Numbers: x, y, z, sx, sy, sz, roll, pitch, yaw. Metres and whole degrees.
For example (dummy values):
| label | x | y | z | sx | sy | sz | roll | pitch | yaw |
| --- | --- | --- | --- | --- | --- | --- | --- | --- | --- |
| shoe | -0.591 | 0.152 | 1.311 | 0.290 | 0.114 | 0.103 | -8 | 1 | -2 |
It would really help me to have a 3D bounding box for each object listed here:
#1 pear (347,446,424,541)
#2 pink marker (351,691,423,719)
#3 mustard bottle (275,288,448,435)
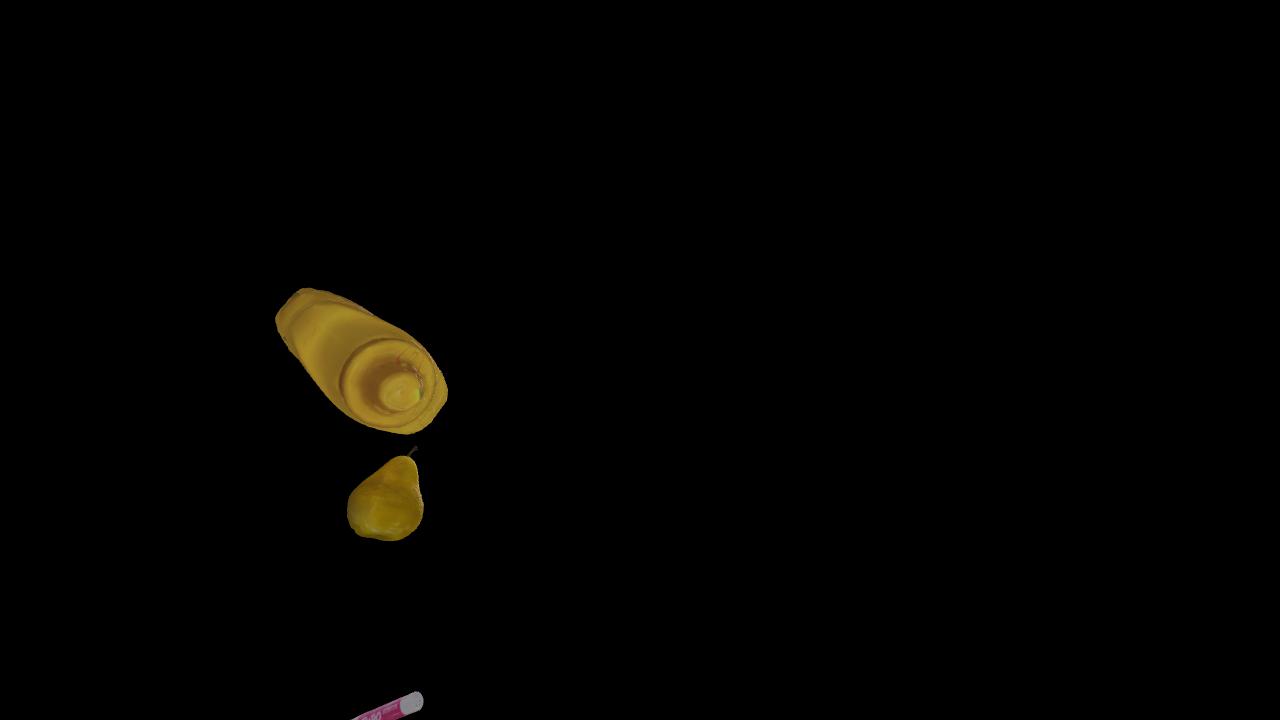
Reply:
| label | x | y | z | sx | sy | sz | roll | pitch | yaw |
| --- | --- | --- | --- | --- | --- | --- | --- | --- | --- |
| pear | -0.278 | 0.142 | 0.687 | 0.080 | 0.111 | 0.080 | 3 | -27 | 2 |
| pink marker | -0.283 | 0.384 | 0.660 | 0.121 | 0.020 | 0.020 | -29 | -9 | 16 |
| mustard bottle | -0.153 | 0.001 | 0.345 | 0.054 | 0.092 | 0.184 | -47 | 30 | -18 |
